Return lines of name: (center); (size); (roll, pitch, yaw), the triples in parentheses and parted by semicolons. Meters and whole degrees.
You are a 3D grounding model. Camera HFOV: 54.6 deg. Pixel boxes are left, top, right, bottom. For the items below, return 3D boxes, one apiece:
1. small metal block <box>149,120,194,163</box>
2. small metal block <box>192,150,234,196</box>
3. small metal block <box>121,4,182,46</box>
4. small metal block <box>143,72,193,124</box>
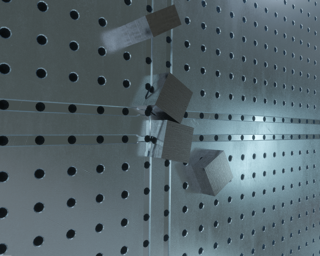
small metal block: (0.016, 0.019, 0.422); (0.050, 0.025, 0.050); (15, 81, -39)
small metal block: (0.082, 0.068, 0.477); (0.050, 0.025, 0.050); (-35, 112, -34)
small metal block: (-0.011, -0.126, 0.382); (0.050, 0.050, 0.025); (-35, 112, -34)
small metal block: (0.012, -0.039, 0.418); (0.050, 0.025, 0.050); (35, 68, -34)
